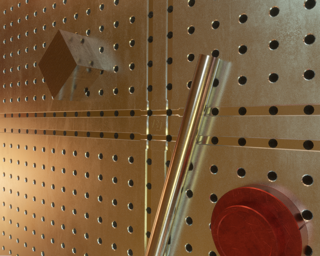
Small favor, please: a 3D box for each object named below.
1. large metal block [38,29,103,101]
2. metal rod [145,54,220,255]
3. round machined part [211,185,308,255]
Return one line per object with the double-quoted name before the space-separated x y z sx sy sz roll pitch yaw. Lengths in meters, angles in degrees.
"large metal block" -0.151 -0.102 0.518 0.080 0.050 0.080 -45 63 31
"metal rod" 0.022 0.058 0.391 0.025 0.025 0.298 23 105 37
"round machined part" 0.095 0.110 0.320 0.098 0.042 0.097 0 90 40
